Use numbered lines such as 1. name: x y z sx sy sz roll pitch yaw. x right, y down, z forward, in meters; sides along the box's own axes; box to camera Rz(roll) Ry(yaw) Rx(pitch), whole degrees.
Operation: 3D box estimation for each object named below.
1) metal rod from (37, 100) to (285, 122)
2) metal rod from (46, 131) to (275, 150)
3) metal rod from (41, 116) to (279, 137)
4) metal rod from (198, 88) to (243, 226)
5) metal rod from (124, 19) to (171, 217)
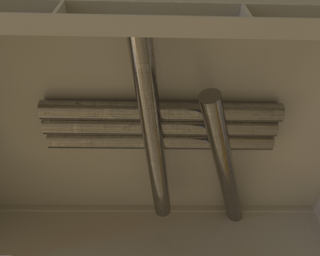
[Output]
1. metal rod: 0.003 -0.021 0.389 0.302 0.025 0.025 1 130 -1
2. metal rod: 0.002 0.017 0.422 0.302 0.025 0.025 1 130 -1
3. metal rod: 0.001 -0.002 0.405 0.302 0.025 0.025 1 130 -1
4. metal rod: 0.093 0.063 0.436 0.025 0.025 0.299 -12 136 10
5. metal rod: -0.008 0.015 0.387 0.025 0.025 0.298 -4 130 3
